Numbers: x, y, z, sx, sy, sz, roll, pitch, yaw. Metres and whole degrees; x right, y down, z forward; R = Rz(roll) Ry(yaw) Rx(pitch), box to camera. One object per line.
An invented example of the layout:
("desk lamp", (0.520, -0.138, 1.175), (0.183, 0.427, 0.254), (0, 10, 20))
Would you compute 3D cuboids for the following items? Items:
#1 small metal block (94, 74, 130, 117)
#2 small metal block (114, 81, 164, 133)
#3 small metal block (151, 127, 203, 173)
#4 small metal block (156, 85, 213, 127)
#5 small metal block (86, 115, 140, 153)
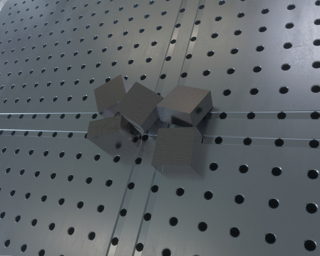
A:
("small metal block", (-0.070, -0.047, 0.475), (0.050, 0.025, 0.050), (-28, 52, 11))
("small metal block", (-0.026, -0.029, 0.435), (0.050, 0.025, 0.050), (33, 80, 25))
("small metal block", (0.021, 0.027, 0.381), (0.050, 0.025, 0.050), (-3, 61, 27))
("small metal block", (0.032, -0.028, 0.399), (0.050, 0.025, 0.050), (16, 48, 34))
("small metal block", (-0.062, 0.010, 0.420), (0.050, 0.050, 0.025), (-11, 57, 22))
